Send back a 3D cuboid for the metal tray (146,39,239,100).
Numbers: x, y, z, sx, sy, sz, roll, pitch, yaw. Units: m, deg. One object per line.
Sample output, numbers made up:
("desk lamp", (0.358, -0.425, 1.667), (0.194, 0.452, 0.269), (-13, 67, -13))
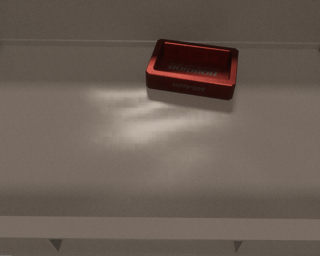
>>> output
("metal tray", (0.051, -0.093, 0.480), (0.131, 0.030, 0.090), (10, 51, 7))
